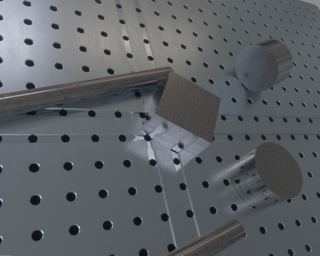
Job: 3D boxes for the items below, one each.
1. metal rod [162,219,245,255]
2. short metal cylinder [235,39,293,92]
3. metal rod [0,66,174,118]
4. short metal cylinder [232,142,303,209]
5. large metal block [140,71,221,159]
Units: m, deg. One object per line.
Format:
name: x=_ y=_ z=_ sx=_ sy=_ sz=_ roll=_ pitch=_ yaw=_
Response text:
metal rod: x=-0.027 y=0.154 z=0.299 sx=0.303 sy=0.025 sz=0.025 roll=-13 pitch=69 yaw=-34
short metal cylinder: x=0.179 y=-0.108 z=0.536 sx=0.050 sy=0.080 sz=0.080 roll=-26 pitch=76 yaw=-37
metal rod: x=-0.105 y=-0.044 z=0.378 sx=0.302 sy=0.025 sz=0.025 roll=-17 pitch=71 yaw=-35
short metal cylinder: x=0.148 y=0.066 z=0.432 sx=0.081 sy=0.050 sz=0.080 roll=14 pitch=56 yaw=-21
large metal block: x=0.029 y=-0.017 z=0.419 sx=0.080 sy=0.050 sz=0.080 roll=27 pitch=52 yaw=-11
